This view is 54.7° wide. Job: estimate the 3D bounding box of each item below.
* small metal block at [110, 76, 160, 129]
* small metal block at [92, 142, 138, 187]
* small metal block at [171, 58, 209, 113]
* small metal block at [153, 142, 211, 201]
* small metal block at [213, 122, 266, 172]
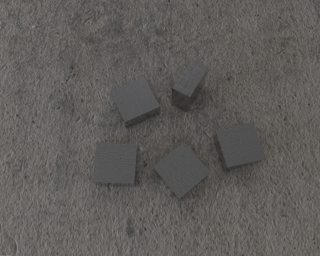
[{"bbox_3d":[-0.034,-0.035,0.420,0.050,0.025,0.050,-25,72,-9],"label":"small metal block"},{"bbox_3d":[-0.055,0.046,0.391,0.050,0.025,0.050,2,70,1],"label":"small metal block"},{"bbox_3d":[0.039,-0.056,0.415,0.025,0.050,0.050,29,73,10],"label":"small metal block"},{"bbox_3d":[0.027,0.055,0.388,0.050,0.025,0.050,-38,74,-13],"label":"small metal block"},{"bbox_3d":[0.101,0.024,0.400,0.050,0.025,0.050,-12,71,-5],"label":"small metal block"}]
